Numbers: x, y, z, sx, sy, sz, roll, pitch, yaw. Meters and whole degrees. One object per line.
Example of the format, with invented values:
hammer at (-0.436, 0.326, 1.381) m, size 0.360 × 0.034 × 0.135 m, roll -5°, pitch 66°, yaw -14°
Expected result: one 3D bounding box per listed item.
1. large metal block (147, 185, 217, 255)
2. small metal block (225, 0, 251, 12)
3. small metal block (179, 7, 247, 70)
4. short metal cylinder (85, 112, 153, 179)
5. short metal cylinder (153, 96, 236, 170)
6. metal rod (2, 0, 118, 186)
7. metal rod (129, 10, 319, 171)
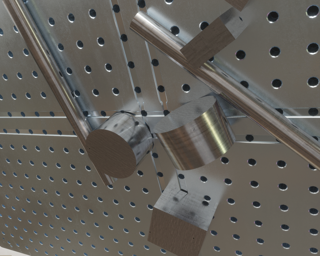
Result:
large metal block at (0.032, 0.145, 0.468) m, size 0.080 × 0.050 × 0.079 m, roll 21°, pitch 126°, yaw 16°
small metal block at (0.072, -0.145, 0.284) m, size 0.050 × 0.025 × 0.050 m, roll 37°, pitch 129°, yaw 3°
small metal block at (0.054, -0.090, 0.311) m, size 0.050 × 0.050 × 0.025 m, roll -34°, pitch 99°, yaw 38°
short metal cylinder at (-0.057, 0.025, 0.441) m, size 0.080 × 0.050 × 0.079 m, roll 13°, pitch 124°, yaw 21°
short metal cylinder at (0.040, 0.005, 0.358) m, size 0.080 × 0.080 × 0.050 m, roll -19°, pitch 108°, yaw 35°
metal rod at (-0.138, -0.042, 0.458) m, size 0.025 × 0.025 × 0.299 m, roll -11°, pitch 113°, yaw 33°
metal rod at (0.093, -0.031, 0.343) m, size 0.300 × 0.025 × 0.025 m, roll 37°, pitch 129°, yaw 3°
